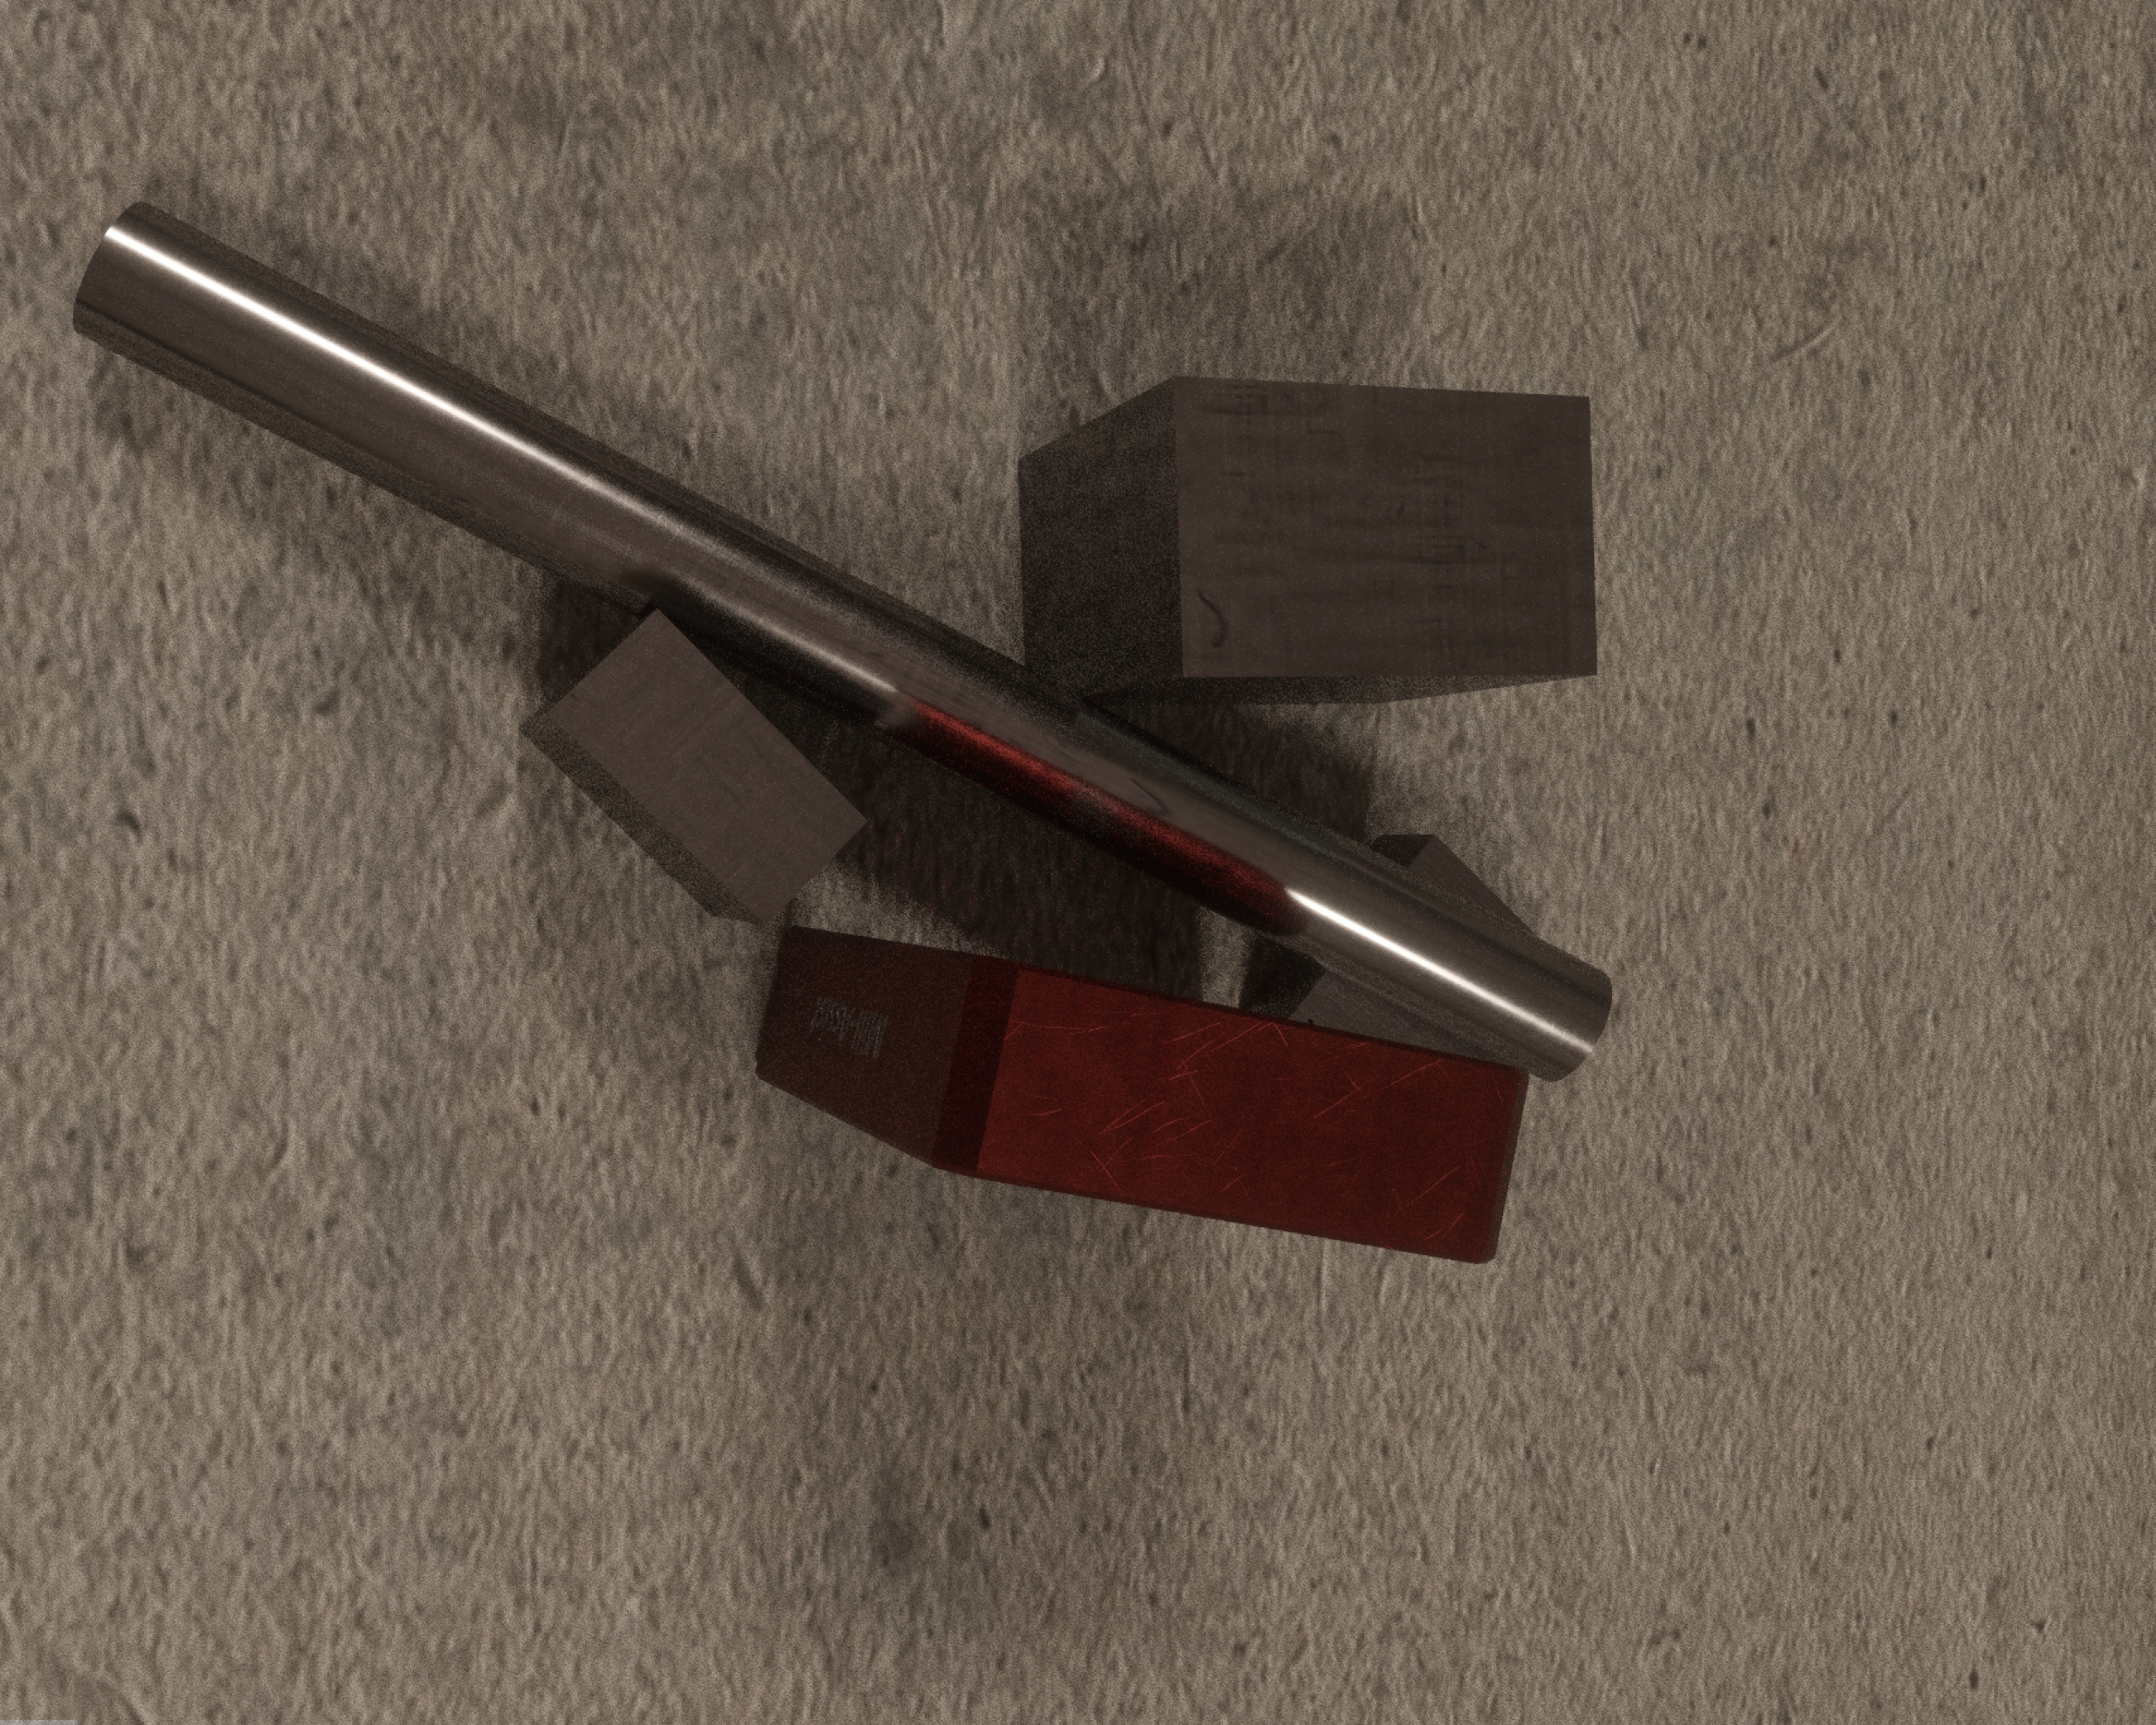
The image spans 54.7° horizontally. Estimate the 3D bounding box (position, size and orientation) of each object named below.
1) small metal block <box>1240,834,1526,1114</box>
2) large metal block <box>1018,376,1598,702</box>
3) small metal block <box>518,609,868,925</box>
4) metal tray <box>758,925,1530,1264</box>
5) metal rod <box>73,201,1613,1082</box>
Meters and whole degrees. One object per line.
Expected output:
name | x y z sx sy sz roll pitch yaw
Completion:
small metal block | 0.071 0.029 0.438 0.050 0.025 0.050 43 76 -15
large metal block | 0.041 -0.057 0.396 0.081 0.080 0.050 -2 91 -20
small metal block | -0.070 -0.016 0.371 0.050 0.050 0.025 46 76 -15
metal tray | 0.004 0.036 0.357 0.091 0.130 0.030 13 86 -20
metal rod | -0.031 -0.034 0.385 0.301 0.025 0.025 27 81 -13
